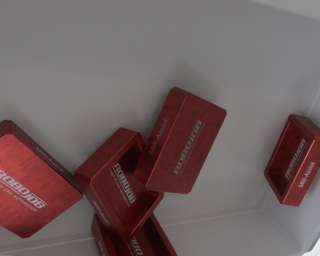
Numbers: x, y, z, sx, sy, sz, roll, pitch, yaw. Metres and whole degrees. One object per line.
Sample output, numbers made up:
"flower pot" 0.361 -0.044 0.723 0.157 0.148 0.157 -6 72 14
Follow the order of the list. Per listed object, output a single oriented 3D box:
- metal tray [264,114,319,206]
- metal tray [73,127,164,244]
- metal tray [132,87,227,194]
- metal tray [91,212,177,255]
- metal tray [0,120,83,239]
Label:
"metal tray" 0.225 0.053 0.518 0.030 0.090 0.129 11 115 -7
"metal tray" -0.046 0.076 0.401 0.090 0.030 0.129 -48 136 -33
"metal tray" 0.028 0.021 0.409 0.091 0.030 0.129 18 98 -45
"metal tray" -0.033 0.166 0.425 0.091 0.130 0.030 1 118 -29
"metal tray" -0.164 0.064 0.355 0.090 0.030 0.130 -37 129 -4
